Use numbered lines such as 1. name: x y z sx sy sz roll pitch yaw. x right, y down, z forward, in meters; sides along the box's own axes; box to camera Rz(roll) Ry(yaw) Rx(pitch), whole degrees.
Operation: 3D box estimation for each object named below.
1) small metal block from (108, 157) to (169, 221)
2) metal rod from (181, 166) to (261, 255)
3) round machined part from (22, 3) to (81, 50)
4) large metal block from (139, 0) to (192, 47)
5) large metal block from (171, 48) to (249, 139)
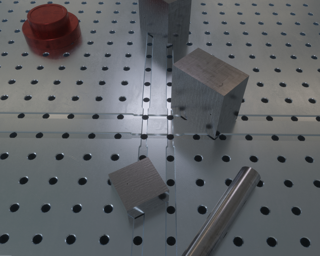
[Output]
1. small metal block: -0.024 0.068 0.351 0.050 0.025 0.050 -23 54 -18
2. metal rod: 0.016 0.146 0.284 0.025 0.025 0.301 30 56 22
3. round machined part: -0.195 -0.185 0.551 0.099 0.042 0.098 0 50 0
4. large metal block: 0.007 -0.204 0.544 0.050 0.080 0.080 -33 57 -24
5. large metal block: 0.062 -0.046 0.411 0.080 0.080 0.050 37 59 27
